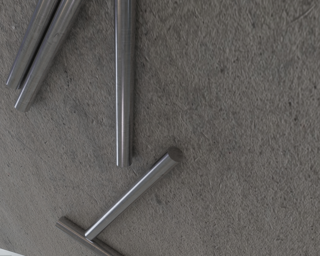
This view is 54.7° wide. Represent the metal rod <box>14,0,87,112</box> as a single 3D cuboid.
[{"bbox_3d":[-0.139,-0.116,0.408,0.025,0.025,0.299,44,129,-3],"label":"metal rod"}]

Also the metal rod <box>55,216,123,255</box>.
[{"bbox_3d":[-0.077,0.266,0.612,0.301,0.025,0.025,30,128,8],"label":"metal rod"}]

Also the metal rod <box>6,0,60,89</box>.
[{"bbox_3d":[-0.143,-0.150,0.389,0.025,0.025,0.299,44,129,-3],"label":"metal rod"}]

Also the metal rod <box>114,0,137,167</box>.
[{"bbox_3d":[-0.044,-0.073,0.384,0.025,0.025,0.298,17,125,18],"label":"metal rod"}]

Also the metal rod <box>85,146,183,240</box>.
[{"bbox_3d":[-0.057,0.121,0.511,0.025,0.025,0.298,42,129,-1],"label":"metal rod"}]
